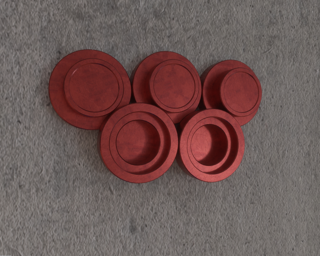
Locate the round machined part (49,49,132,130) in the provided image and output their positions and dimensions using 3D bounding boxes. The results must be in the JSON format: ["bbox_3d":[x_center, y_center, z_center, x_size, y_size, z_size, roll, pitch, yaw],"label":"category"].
[{"bbox_3d":[-0.081,-0.046,0.372,0.099,0.042,0.097,0,90,-21],"label":"round machined part"}]

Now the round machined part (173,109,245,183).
[{"bbox_3d":[0.063,0.023,0.426,0.099,0.042,0.097,0,90,-21],"label":"round machined part"}]

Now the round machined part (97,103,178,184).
[{"bbox_3d":[-0.030,0.018,0.391,0.099,0.042,0.097,0,90,-21],"label":"round machined part"}]

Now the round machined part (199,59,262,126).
[{"bbox_3d":[0.105,-0.049,0.441,0.099,0.042,0.097,0,90,-21],"label":"round machined part"}]

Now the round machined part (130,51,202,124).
[{"bbox_3d":[0.012,-0.053,0.407,0.099,0.042,0.097,0,90,-21],"label":"round machined part"}]
